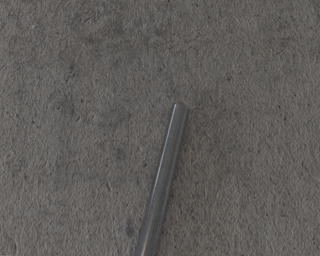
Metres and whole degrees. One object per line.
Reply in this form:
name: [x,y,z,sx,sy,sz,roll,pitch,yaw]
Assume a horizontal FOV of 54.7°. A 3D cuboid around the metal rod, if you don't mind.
metal rod: [-0.008,0.110,0.367,0.025,0.025,0.299,13,70,4]
